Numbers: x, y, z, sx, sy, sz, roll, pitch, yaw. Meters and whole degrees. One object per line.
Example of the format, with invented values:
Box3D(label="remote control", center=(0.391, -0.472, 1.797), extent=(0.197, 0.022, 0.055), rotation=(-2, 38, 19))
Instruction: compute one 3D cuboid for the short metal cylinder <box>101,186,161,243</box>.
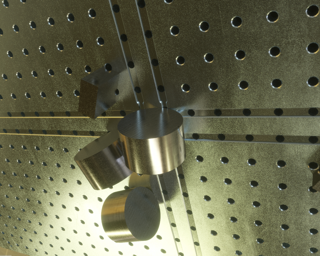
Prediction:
Box3D(label="short metal cylinder", center=(-0.044, 0.135, 0.483), extent=(0.050, 0.080, 0.080), rotation=(-20, 108, 35))

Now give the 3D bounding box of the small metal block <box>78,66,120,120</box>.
Box3D(label="small metal block", center=(-0.080, -0.047, 0.408), extent=(0.025, 0.050, 0.050), rotation=(25, 127, 12))

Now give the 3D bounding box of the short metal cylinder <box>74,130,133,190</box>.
Box3D(label="short metal cylinder", center=(-0.074, 0.043, 0.441), extent=(0.080, 0.080, 0.050), rotation=(-17, 109, 35))

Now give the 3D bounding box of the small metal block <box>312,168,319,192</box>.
Box3D(label="small metal block", center=(0.205, 0.056, 0.338), extent=(0.050, 0.025, 0.050), rotation=(30, 128, 9))

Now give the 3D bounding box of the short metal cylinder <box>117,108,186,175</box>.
Box3D(label="short metal cylinder", center=(-0.009, 0.014, 0.389), extent=(0.080, 0.080, 0.050), rotation=(7, 122, 24))
